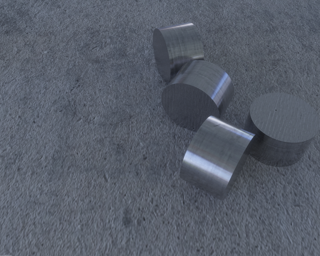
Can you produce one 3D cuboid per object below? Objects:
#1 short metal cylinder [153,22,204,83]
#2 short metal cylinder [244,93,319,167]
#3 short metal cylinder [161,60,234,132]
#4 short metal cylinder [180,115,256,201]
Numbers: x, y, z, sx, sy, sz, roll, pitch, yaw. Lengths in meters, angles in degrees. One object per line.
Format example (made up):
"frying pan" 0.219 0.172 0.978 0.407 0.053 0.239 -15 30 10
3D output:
"short metal cylinder" 0.026 -0.112 0.462 0.050 0.080 0.080 -15 52 -12
"short metal cylinder" 0.148 0.001 0.387 0.080 0.050 0.080 0 50 0
"short metal cylinder" 0.049 -0.040 0.402 0.080 0.080 0.050 22 54 17
"short metal cylinder" 0.064 0.032 0.341 0.050 0.080 0.080 27 55 21
